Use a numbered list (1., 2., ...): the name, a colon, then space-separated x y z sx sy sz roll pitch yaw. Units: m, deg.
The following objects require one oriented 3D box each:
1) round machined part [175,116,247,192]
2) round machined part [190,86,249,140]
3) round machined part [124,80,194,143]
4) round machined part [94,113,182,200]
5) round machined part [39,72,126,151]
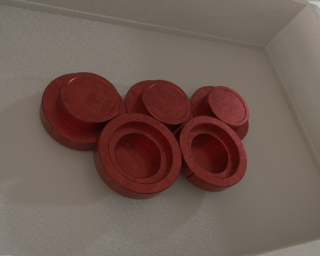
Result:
1. round machined part: 0.060 0.036 0.402 0.099 0.042 0.098 14 56 -21
2. round machined part: 0.090 -0.022 0.453 0.099 0.042 0.098 13 56 -20
3. round machined part: 0.001 -0.024 0.407 0.099 0.042 0.098 13 56 -20
4. round machined part: -0.028 0.035 0.356 0.099 0.042 0.098 14 56 -21
5. round machined part: -0.085 -0.026 0.361 0.099 0.042 0.098 14 55 -21
